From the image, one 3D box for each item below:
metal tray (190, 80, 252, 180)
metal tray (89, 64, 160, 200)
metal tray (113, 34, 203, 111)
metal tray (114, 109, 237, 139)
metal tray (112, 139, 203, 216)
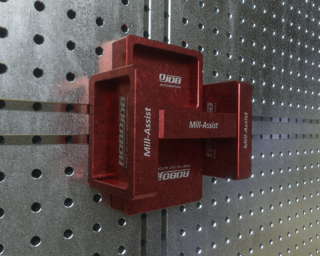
[{"bbox_3d":[0.083,0.003,0.438,0.030,0.090,0.129,1,89,-40],"label":"metal tray"},{"bbox_3d":[-0.041,0.004,0.333,0.030,0.090,0.129,1,89,-40],"label":"metal tray"},{"bbox_3d":[0.002,-0.064,0.409,0.131,0.030,0.089,1,90,-40],"label":"metal tray"},{"bbox_3d":[0.021,-0.004,0.384,0.131,0.090,0.030,1,90,-40],"label":"metal tray"},{"bbox_3d":[0.001,0.057,0.407,0.131,0.030,0.089,1,90,-40],"label":"metal tray"}]
